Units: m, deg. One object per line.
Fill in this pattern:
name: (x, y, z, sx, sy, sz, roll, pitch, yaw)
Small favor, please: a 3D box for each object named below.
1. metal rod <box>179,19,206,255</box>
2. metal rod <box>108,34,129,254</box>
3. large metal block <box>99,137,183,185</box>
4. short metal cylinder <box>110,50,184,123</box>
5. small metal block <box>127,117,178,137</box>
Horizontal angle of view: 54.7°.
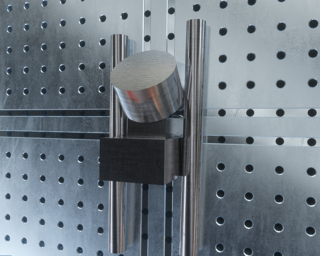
metal rod: (0.042, 0.014, 0.398, 0.025, 0.025, 0.298, 2, 91, 20)
metal rod: (-0.058, 0.022, 0.433, 0.025, 0.025, 0.298, 1, 90, 20)
large metal block: (-0.019, 0.037, 0.388, 0.080, 0.080, 0.050, 1, 91, 20)
short metal cylinder: (-0.015, -0.052, 0.381, 0.080, 0.050, 0.080, -9, 44, 9)
small metal block: (-0.008, -0.001, 0.402, 0.050, 0.050, 0.025, 2, 91, 19)
